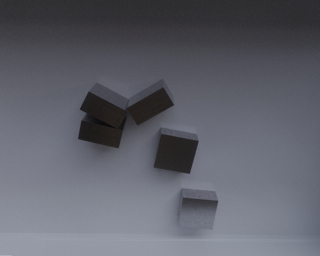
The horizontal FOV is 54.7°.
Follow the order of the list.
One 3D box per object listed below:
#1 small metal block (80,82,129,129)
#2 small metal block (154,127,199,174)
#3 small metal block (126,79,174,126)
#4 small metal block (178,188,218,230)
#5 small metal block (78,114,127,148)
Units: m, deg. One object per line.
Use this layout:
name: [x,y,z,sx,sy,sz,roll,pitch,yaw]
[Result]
small metal block: [-0.066,-0.029,0.387,0.050,0.050,0.025,28,108,-10]
small metal block: [0.021,0.031,0.423,0.050,0.025,0.050,11,110,-4]
small metal block: [-0.011,-0.033,0.385,0.050,0.050,0.025,-29,108,10]
small metal block: [0.055,0.119,0.455,0.050,0.025,0.050,6,110,-3]
small metal block: [-0.072,-0.001,0.397,0.050,0.050,0.025,14,110,-5]
